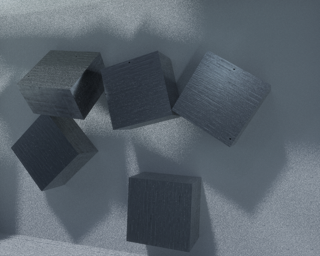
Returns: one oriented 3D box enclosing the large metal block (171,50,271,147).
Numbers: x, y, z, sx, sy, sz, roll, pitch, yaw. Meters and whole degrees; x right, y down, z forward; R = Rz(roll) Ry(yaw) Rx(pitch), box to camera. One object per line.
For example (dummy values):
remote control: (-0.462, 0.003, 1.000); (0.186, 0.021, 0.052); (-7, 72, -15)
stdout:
large metal block: (0.074, -0.034, 0.371); (0.080, 0.050, 0.080); (34, 101, 16)

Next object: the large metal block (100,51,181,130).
large metal block: (-0.022, -0.045, 0.404); (0.080, 0.050, 0.080); (-14, 86, 19)

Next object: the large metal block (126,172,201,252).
large metal block: (0.006, 0.102, 0.394); (0.080, 0.050, 0.079); (3, 91, 19)

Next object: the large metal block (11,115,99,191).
large metal block: (-0.152, 0.031, 0.449); (0.080, 0.050, 0.080); (-44, 77, 14)

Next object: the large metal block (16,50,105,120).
large metal block: (-0.126, -0.061, 0.418); (0.080, 0.050, 0.080); (7, 47, 19)
